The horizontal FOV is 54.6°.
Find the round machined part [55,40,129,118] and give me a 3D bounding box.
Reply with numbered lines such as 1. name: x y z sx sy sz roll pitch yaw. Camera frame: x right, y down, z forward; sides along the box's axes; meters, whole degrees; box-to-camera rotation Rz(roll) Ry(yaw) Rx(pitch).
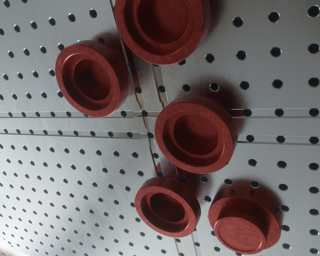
1. round machined part: -0.083 -0.066 0.404 0.098 0.042 0.097 13 124 21

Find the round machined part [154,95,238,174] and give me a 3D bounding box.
1. round machined part: 0.046 0.004 0.379 0.098 0.042 0.097 13 124 21

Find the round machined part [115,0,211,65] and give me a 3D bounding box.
1. round machined part: 0.006 -0.119 0.324 0.098 0.042 0.097 13 124 21

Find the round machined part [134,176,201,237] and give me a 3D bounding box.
1. round machined part: 0.015 0.112 0.462 0.098 0.042 0.097 13 124 21

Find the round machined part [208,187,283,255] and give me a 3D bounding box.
1. round machined part: 0.113 0.132 0.423 0.098 0.042 0.097 13 124 21
